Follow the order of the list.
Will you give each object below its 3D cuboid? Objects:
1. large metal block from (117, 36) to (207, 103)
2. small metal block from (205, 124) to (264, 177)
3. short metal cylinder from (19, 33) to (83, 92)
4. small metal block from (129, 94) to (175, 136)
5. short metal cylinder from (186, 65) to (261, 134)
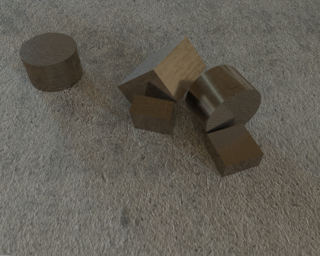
[{"bbox_3d":[0.003,-0.070,0.419,0.080,0.050,0.080,-13,31,50],"label":"large metal block"},{"bbox_3d":[0.090,0.027,0.382,0.050,0.025,0.050,-15,52,-13],"label":"small metal block"},{"bbox_3d":[-0.163,-0.100,0.469,0.081,0.050,0.080,0,50,0],"label":"short metal cylinder"},{"bbox_3d":[-0.008,-0.016,0.397,0.050,0.050,0.025,11,68,9],"label":"small metal block"},{"bbox_3d":[0.080,-0.033,0.397,0.081,0.080,0.050,-21,53,-17],"label":"short metal cylinder"}]
